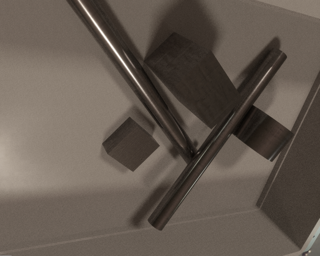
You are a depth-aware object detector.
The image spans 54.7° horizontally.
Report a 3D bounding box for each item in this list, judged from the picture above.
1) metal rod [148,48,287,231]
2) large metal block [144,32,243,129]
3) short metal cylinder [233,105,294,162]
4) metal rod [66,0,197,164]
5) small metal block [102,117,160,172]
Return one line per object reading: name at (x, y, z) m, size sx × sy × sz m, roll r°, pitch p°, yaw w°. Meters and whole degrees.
metal rod at (0.081, 0.016, 0.438) m, size 0.025 × 0.025 × 0.299 m, roll 36°, pitch 90°, yaw -39°
large metal block at (0.038, -0.056, 0.361) m, size 0.050 × 0.080 × 0.080 m, roll -44°, pitch 130°, yaw 2°
short metal cylinder at (0.149, 0.006, 0.461) m, size 0.080 × 0.080 × 0.050 m, roll 28°, pitch 103°, yaw -38°
metal rod at (-0.018, -0.045, 0.372) m, size 0.025 × 0.025 × 0.300 m, roll -39°, pitch 130°, yaw -3°
small metal block at (-0.037, 0.022, 0.403) m, size 0.050 × 0.025 × 0.050 m, roll -45°, pitch 130°, yaw 2°
